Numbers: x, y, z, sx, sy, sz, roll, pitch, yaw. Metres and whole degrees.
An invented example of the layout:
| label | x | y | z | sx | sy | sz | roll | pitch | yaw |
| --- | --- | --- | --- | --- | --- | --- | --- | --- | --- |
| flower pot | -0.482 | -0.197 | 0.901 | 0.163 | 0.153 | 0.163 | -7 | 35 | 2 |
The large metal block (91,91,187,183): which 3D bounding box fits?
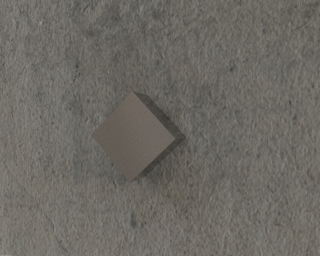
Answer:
| label | x | y | z | sx | sy | sz | roll | pitch | yaw |
| --- | --- | --- | --- | --- | --- | --- | --- | --- | --- |
| large metal block | -0.027 | 0.011 | 0.404 | 0.080 | 0.050 | 0.080 | -45 | 77 | 14 |
